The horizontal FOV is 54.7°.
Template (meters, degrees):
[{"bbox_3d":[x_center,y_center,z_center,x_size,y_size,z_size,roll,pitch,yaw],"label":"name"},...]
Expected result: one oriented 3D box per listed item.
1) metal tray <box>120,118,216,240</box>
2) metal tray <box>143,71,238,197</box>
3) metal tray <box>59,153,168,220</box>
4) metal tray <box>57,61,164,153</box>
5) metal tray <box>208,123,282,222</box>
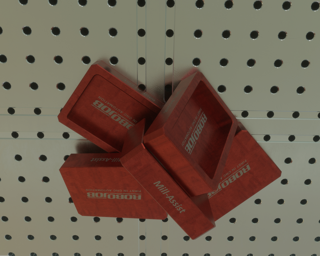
[{"bbox_3d":[0.010,0.057,0.367,0.030,0.090,0.130,-37,107,12],"label":"metal tray"},{"bbox_3d":[0.043,0.002,0.359,0.030,0.130,0.090,-27,111,39],"label":"metal tray"},{"bbox_3d":[-0.057,0.078,0.413,0.130,0.030,0.089,-2,122,16],"label":"metal tray"},{"bbox_3d":[-0.052,-0.014,0.405,0.130,0.030,0.090,34,106,-12],"label":"metal tray"},{"bbox_3d":[0.089,0.066,0.435,0.130,0.030,0.090,-39,106,13],"label":"metal tray"}]
